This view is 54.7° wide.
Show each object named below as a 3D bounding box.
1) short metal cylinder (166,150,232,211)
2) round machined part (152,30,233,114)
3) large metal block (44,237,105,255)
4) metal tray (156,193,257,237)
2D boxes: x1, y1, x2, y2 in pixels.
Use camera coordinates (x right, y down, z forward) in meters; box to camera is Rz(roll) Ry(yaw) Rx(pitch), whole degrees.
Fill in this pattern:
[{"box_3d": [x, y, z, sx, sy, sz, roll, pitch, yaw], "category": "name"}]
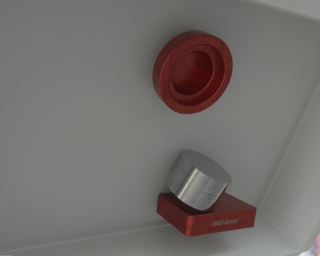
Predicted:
[{"box_3d": [0.057, 0.075, 0.453, 0.081, 0.080, 0.050, 18, 109, -36], "category": "short metal cylinder"}, {"box_3d": [0.035, -0.069, 0.376, 0.099, 0.042, 0.097, -14, 125, -21], "category": "round machined part"}, {"box_3d": [-0.124, 0.222, 0.464, 0.081, 0.050, 0.079, -9, 124, -24], "category": "large metal block"}, {"box_3d": [0.072, 0.129, 0.484, 0.131, 0.090, 0.030, 4, 97, -31], "category": "metal tray"}]
